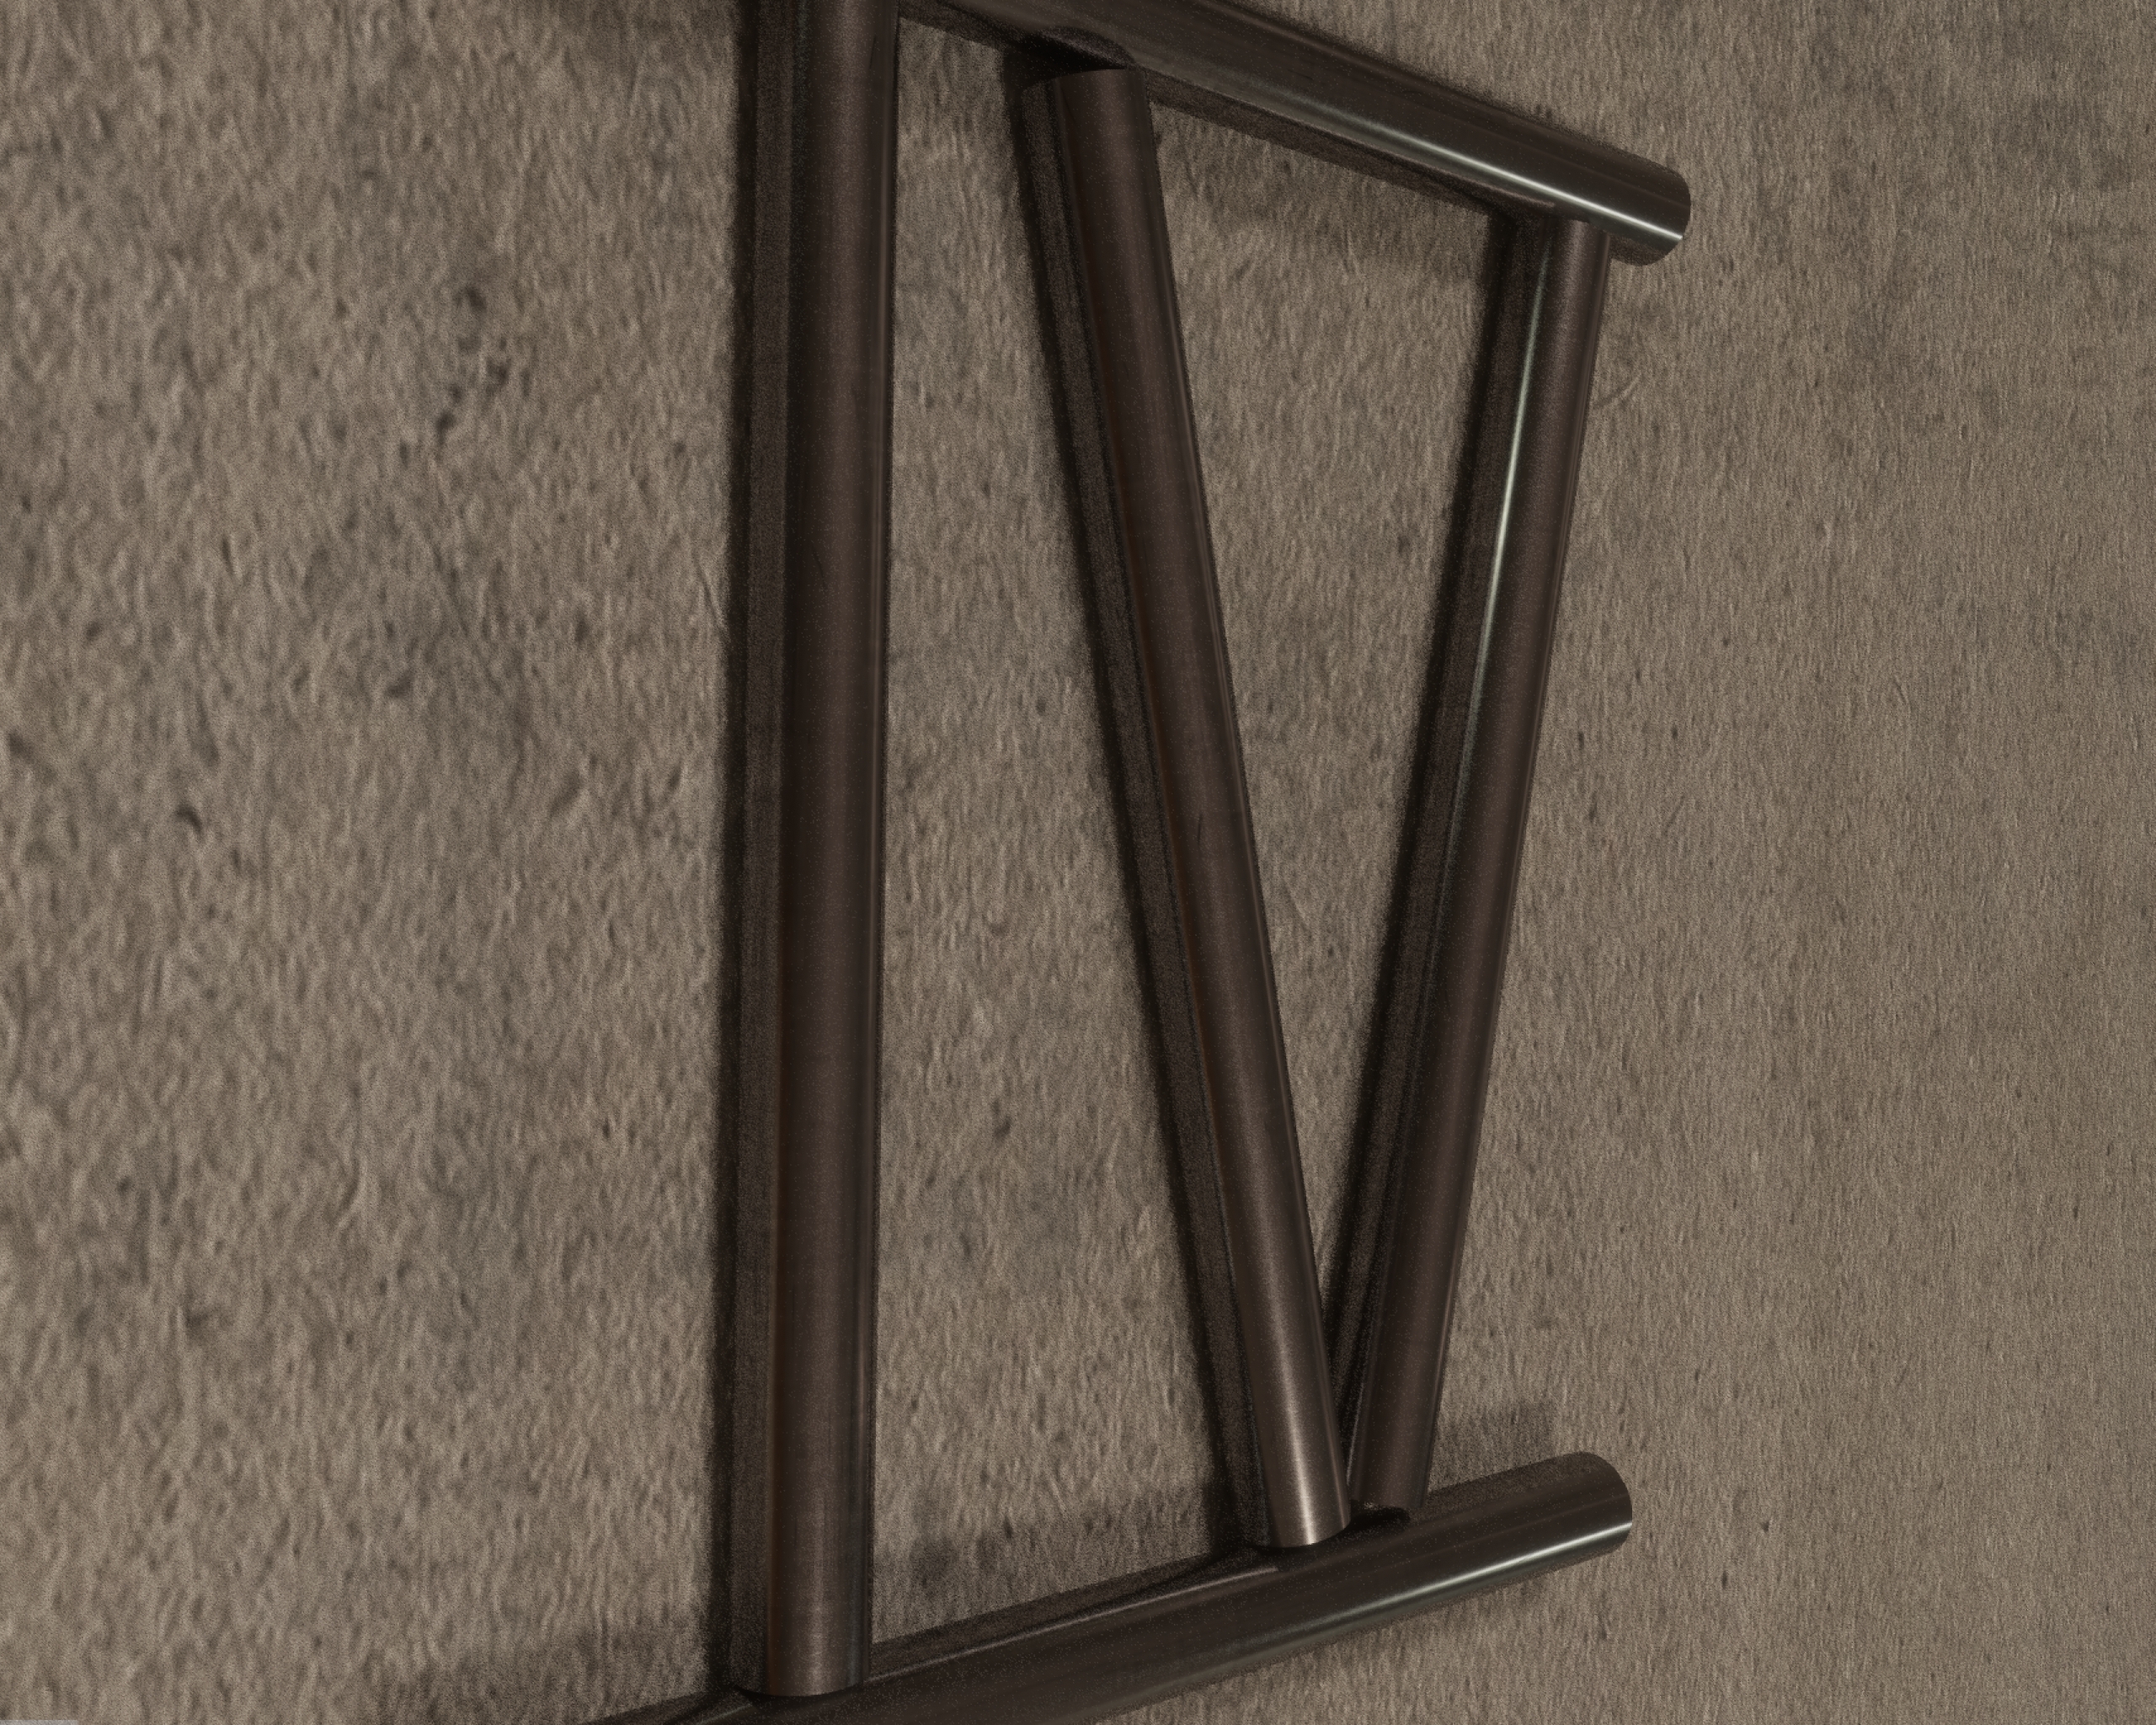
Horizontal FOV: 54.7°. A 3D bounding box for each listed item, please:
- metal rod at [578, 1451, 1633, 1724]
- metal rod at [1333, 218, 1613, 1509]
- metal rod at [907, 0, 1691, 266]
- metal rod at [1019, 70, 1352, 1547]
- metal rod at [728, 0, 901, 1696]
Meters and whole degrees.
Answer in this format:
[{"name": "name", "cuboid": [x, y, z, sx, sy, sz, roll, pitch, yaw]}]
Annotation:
[{"name": "metal rod", "cuboid": [0.011, 0.156, 0.417, 0.302, 0.025, 0.025, 1, 89, -40]}, {"name": "metal rod", "cuboid": [0.091, -0.005, 0.484, 0.025, 0.025, 0.299, 17, 79, -39]}, {"name": "metal rod", "cuboid": [0.030, -0.167, 0.433, 0.302, 0.025, 0.025, 1, 89, -40]}, {"name": "metal rod", "cuboid": [0.024, -0.005, 0.427, 0.025, 0.025, 0.298, -15, 100, -39]}, {"name": "metal rod", "cuboid": [-0.046, -0.008, 0.368, 0.025, 0.025, 0.298, 2, 89, -40]}]
